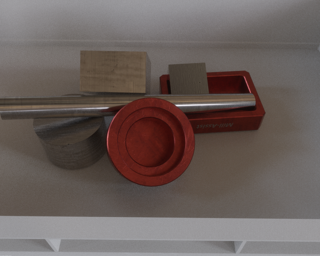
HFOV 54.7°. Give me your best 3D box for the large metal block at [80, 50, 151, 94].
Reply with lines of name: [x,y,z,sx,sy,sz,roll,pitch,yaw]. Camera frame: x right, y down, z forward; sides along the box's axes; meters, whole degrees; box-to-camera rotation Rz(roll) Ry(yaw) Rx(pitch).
large metal block: [-0.056,-0.070,0.416,0.080,0.080,0.050,2,92,2]

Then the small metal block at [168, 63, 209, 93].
small metal block: [0.038,-0.061,0.427,0.050,0.025,0.050,-4,76,-3]

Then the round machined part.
round machined part: [-0.013,0.017,0.357,0.099,0.042,0.097,2,83,-15]

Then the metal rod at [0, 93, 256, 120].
metal rod: [-0.023,-0.028,0.372,0.303,0.025,0.025,-3,49,-17]

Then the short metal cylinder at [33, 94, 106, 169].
short metal cylinder: [-0.107,0.004,0.381,0.081,0.050,0.080,0,50,0]

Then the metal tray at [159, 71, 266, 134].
metal tray: [0.068,-0.037,0.431,0.131,0.030,0.090,-3,50,-4]
